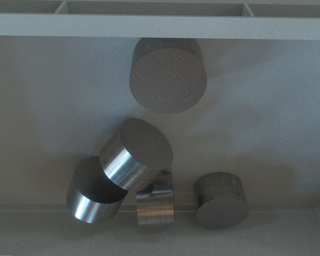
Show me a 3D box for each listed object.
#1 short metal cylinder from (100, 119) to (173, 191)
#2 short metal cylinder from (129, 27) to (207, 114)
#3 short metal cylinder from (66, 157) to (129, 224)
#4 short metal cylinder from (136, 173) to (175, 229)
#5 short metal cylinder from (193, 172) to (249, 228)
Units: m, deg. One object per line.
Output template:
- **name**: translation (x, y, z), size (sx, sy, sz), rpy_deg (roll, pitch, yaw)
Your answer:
- **short metal cylinder**: translation (-0.030, 0.034, 0.402), size (0.080, 0.080, 0.050), rpy_deg (28, 125, -22)
- **short metal cylinder**: translation (0.009, -0.062, 0.340), size (0.081, 0.050, 0.079), rpy_deg (0, 130, 0)
- **short metal cylinder**: translation (-0.090, 0.089, 0.448), size (0.081, 0.080, 0.050), rpy_deg (17, 128, -14)
- **short metal cylinder**: translation (-0.005, 0.109, 0.465), size (0.050, 0.080, 0.080), rpy_deg (-4, 130, 3)
- **short metal cylinder**: translation (0.095, 0.115, 0.491), size (0.081, 0.050, 0.079), rpy_deg (0, 130, 0)
